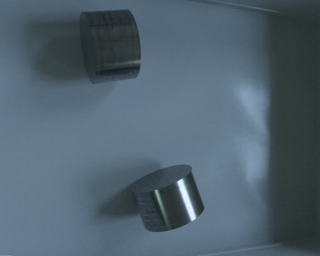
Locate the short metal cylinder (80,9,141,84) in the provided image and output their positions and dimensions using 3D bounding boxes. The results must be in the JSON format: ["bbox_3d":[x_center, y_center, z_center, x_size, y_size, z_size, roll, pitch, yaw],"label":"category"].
[{"bbox_3d":[-0.059,-0.094,0.359,0.050,0.080,0.080,-11,94,-20],"label":"short metal cylinder"}]

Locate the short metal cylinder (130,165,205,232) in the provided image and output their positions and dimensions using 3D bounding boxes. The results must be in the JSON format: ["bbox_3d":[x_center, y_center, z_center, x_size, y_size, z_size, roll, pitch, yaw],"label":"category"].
[{"bbox_3d":[0.009,0.085,0.385,0.081,0.080,0.050,-22,98,-19],"label":"short metal cylinder"}]
